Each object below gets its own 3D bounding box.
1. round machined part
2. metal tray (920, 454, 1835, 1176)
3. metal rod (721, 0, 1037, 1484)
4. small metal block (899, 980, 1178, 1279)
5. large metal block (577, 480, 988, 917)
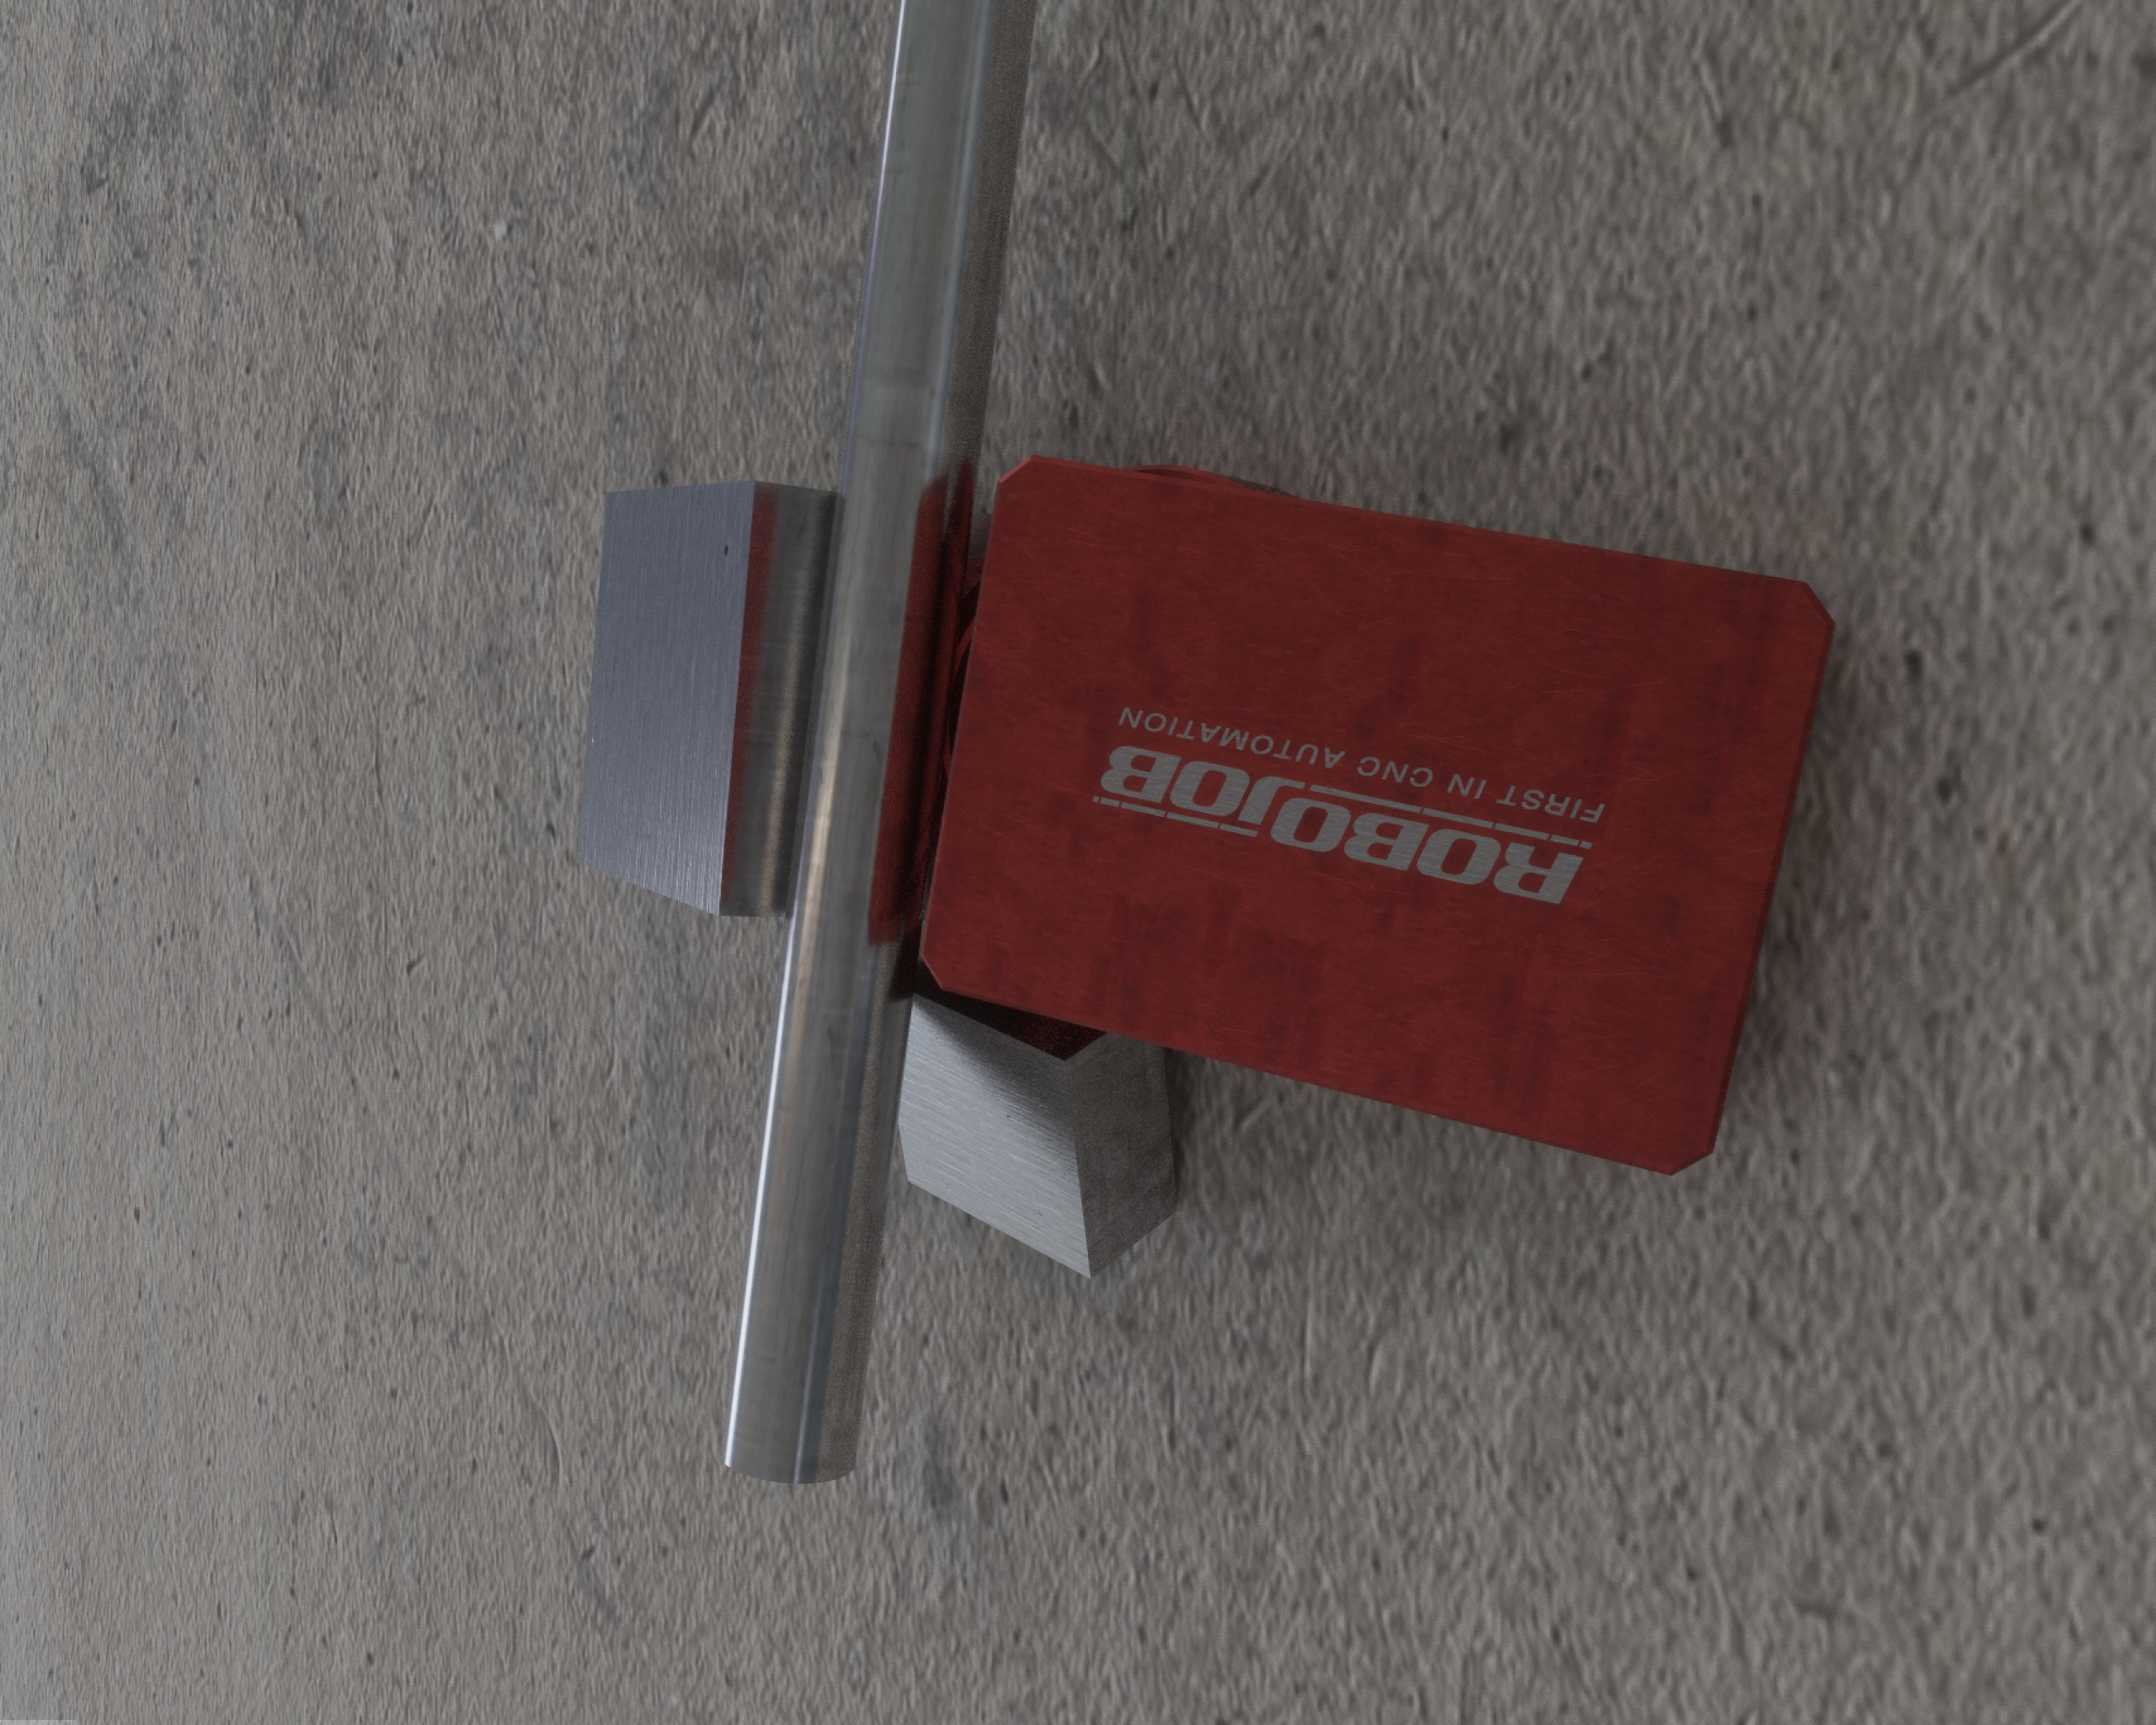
[{"bbox_3d":[0.010,-0.025,0.387,0.098,0.042,0.097,0,90,40],"label":"round machined part"},{"bbox_3d":[0.046,-0.011,0.337,0.130,0.030,0.089,13,100,18],"label":"metal tray"},{"bbox_3d":[-0.035,-0.036,0.381,0.025,0.025,0.298,10,94,39],"label":"metal rod"},{"bbox_3d":[-0.010,0.044,0.402,0.050,0.025,0.050,20,129,38],"label":"small metal block"},{"bbox_3d":[-0.062,-0.034,0.427,0.080,0.050,0.079,13,99,57],"label":"large metal block"}]
